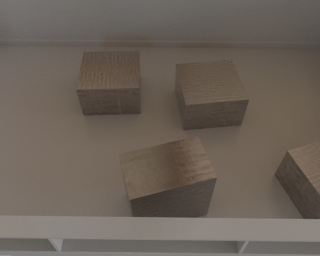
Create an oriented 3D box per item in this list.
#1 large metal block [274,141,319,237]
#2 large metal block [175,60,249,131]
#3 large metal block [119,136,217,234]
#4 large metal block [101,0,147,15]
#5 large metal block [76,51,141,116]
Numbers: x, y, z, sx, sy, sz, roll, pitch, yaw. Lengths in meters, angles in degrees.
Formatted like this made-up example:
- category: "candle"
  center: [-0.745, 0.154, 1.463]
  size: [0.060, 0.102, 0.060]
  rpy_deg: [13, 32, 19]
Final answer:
- category: "large metal block"
  center: [0.189, 0.060, 0.339]
  size: [0.081, 0.050, 0.080]
  rpy_deg: [-14, 52, -12]
- category: "large metal block"
  center: [0.067, -0.046, 0.428]
  size: [0.081, 0.050, 0.080]
  rpy_deg: [-5, 50, -5]
- category: "large metal block"
  center: [0.006, 0.060, 0.319]
  size: [0.081, 0.080, 0.050]
  rpy_deg: [-12, 51, -10]
- category: "large metal block"
  center: [-0.070, -0.273, 0.620]
  size: [0.080, 0.050, 0.080]
  rpy_deg: [5, 50, 4]
- category: "large metal block"
  center: [-0.069, -0.065, 0.443]
  size: [0.081, 0.050, 0.080]
  rpy_deg: [-2, 50, -2]
